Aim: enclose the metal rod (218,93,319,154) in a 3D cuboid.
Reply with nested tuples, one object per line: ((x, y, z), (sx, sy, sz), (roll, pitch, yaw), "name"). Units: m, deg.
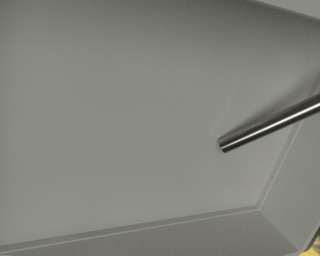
((0.222, -0.035, 0.432), (0.300, 0.025, 0.025), (-27, 133, 21), "metal rod")
